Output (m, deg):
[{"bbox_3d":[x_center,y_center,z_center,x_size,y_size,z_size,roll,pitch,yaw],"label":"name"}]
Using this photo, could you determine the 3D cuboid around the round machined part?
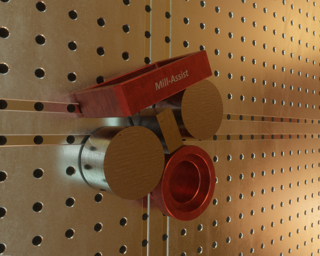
[{"bbox_3d":[0.027,0.071,0.416,0.099,0.042,0.097,0,90,-40],"label":"round machined part"}]

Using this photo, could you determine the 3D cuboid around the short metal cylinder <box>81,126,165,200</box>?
[{"bbox_3d":[-0.042,0.037,0.353,0.081,0.050,0.079,0,90,-40],"label":"short metal cylinder"}]

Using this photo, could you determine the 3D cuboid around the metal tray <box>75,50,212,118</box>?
[{"bbox_3d":[-0.016,-0.050,0.347,0.131,0.090,0.030,-29,109,-36],"label":"metal tray"}]

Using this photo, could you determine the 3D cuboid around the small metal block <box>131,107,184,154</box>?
[{"bbox_3d":[-0.004,0.003,0.384,0.025,0.050,0.050,-32,110,-36],"label":"small metal block"}]

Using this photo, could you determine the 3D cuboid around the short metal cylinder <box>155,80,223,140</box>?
[{"bbox_3d":[0.041,-0.024,0.422,0.081,0.050,0.079,0,90,-40],"label":"short metal cylinder"}]
